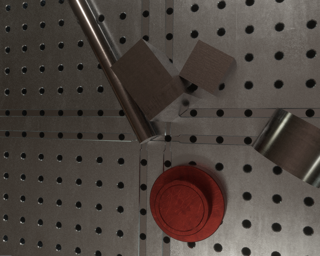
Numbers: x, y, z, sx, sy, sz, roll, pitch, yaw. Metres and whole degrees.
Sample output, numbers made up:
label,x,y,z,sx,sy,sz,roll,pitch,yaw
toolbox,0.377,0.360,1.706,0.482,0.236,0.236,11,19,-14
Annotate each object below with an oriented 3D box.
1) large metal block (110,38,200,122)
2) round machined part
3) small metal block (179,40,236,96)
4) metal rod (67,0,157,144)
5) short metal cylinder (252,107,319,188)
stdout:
label,x,y,z,sx,sy,sz,roll,pitch,yaw
large metal block,-0.003,-0.055,0.383,0.050,0.080,0.080,-40,78,16
round machined part,0.032,0.096,0.392,0.098,0.042,0.097,0,90,19
small metal block,0.060,-0.075,0.391,0.050,0.025,0.050,33,100,16
metal rod,-0.084,-0.115,0.440,0.025,0.025,0.299,-30,80,17
short metal cylinder,0.147,0.020,0.331,0.080,0.080,0.050,33,101,16
